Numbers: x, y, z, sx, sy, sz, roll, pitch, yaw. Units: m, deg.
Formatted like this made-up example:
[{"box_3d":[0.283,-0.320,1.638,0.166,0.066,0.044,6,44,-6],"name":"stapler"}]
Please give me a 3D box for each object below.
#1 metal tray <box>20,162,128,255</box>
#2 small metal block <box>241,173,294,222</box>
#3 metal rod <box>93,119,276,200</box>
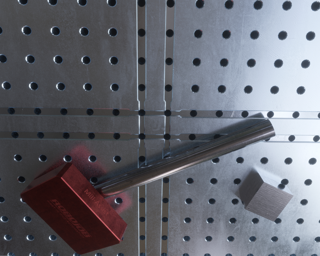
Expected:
[{"box_3d":[-0.120,0.118,0.438,0.090,0.030,0.130,-27,109,29],"name":"metal tray"},{"box_3d":[0.156,0.102,0.453,0.050,0.025,0.050,25,108,-10],"name":"small metal block"},{"box_3d":[0.010,0.054,0.433,0.301,0.025,0.025,-21,109,7],"name":"metal rod"}]
